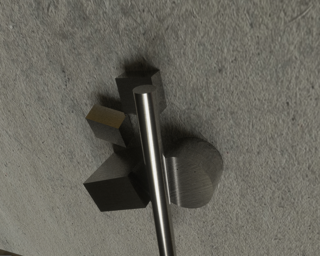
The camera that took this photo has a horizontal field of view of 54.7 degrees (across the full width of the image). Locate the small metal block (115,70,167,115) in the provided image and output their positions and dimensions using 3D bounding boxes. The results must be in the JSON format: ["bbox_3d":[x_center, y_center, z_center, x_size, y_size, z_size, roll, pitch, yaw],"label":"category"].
[{"bbox_3d":[-0.023,-0.044,0.390,0.050,0.025,0.050,3,120,26],"label":"small metal block"}]

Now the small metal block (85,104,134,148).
[{"bbox_3d":[-0.068,-0.003,0.427,0.050,0.025,0.050,17,151,18],"label":"small metal block"}]

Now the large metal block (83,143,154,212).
[{"bbox_3d":[-0.045,0.069,0.436,0.080,0.080,0.050,-15,111,34],"label":"large metal block"}]

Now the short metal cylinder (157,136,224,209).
[{"bbox_3d":[0.037,0.058,0.406,0.080,0.050,0.079,13,124,20],"label":"short metal cylinder"}]

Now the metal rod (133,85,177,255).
[{"bbox_3d":[0.000,0.089,0.395,0.025,0.025,0.298,7,122,24],"label":"metal rod"}]
